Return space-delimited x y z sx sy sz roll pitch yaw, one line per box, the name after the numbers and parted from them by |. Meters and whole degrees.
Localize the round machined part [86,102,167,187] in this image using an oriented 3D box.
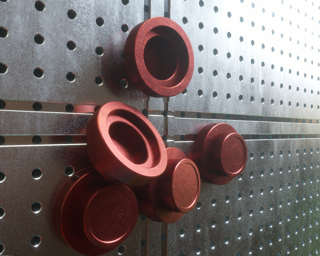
-0.041 0.022 0.345 0.098 0.042 0.098 36 31 -26 | round machined part

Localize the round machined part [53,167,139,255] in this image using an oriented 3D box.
-0.063 0.094 0.347 0.099 0.042 0.097 0 90 -40 | round machined part

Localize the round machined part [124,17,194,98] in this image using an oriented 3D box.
-0.005 -0.087 0.396 0.099 0.042 0.097 0 90 -40 | round machined part

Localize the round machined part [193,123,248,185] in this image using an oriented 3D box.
0.100 0.041 0.485 0.099 0.042 0.097 0 90 -40 | round machined part

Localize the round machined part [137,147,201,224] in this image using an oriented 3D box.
0.018 0.074 0.402 0.099 0.042 0.097 7 81 -53 | round machined part
